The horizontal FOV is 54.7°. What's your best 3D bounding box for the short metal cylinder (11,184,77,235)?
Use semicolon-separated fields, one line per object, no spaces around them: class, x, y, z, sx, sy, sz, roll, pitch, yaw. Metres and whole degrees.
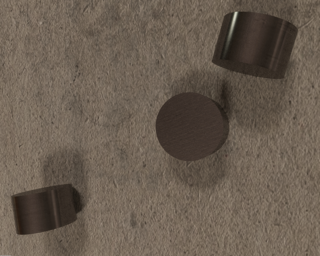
short metal cylinder;-0.162;0.112;0.435;0.080;0.080;0.050;-11;87;19

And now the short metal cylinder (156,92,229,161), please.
short metal cylinder;0.041;-0.002;0.381;0.080;0.050;0.079;0;90;19

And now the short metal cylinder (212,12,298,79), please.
short metal cylinder;0.103;-0.089;0.343;0.080;0.080;0.050;17;96;19
